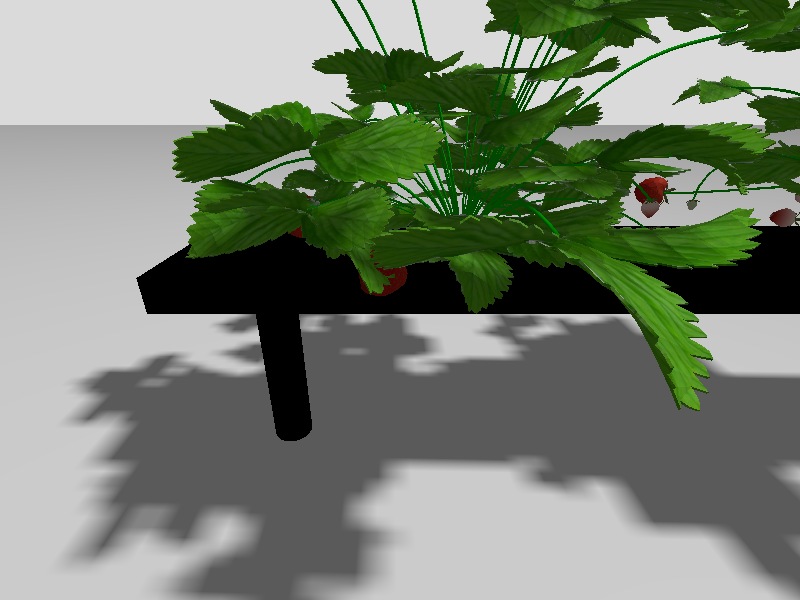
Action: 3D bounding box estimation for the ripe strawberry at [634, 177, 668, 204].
[{"bbox_3d":[0.316,-0.137,0.506,0.034,0.036,0.031,20,32,37],"label":"ripe strawberry"}]

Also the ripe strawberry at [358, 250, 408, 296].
[{"bbox_3d":[-0.013,-0.017,0.258,0.031,0.033,0.034,15,30,29],"label":"ripe strawberry"}]

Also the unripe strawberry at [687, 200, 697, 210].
[{"bbox_3d":[0.337,-0.110,0.463,0.010,0.011,0.011,16,30,31],"label":"unripe strawberry"}]

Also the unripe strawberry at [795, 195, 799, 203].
[{"bbox_3d":[0.525,-0.135,0.519,0.022,0.024,0.024,3,12,6],"label":"unripe strawberry"}]

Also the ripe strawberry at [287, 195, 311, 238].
[{"bbox_3d":[-0.099,-0.079,0.376,0.041,0.041,0.046,3,25,8],"label":"ripe strawberry"}]

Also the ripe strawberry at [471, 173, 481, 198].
[{"bbox_3d":[0.107,-0.156,0.545,0.038,0.034,0.035,6,25,13],"label":"ripe strawberry"}]

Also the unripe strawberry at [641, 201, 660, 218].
[{"bbox_3d":[0.287,-0.104,0.459,0.019,0.020,0.018,-29,33,-13],"label":"unripe strawberry"}]

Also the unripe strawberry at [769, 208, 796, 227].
[{"bbox_3d":[0.396,-0.086,0.415,0.019,0.019,0.021,13,28,27],"label":"unripe strawberry"}]
